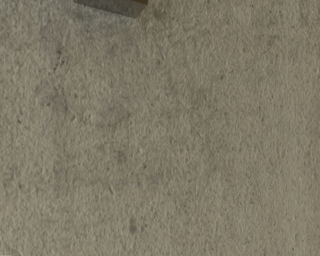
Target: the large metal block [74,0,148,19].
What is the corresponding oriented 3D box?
[{"bbox_3d":[-0.056,-0.189,0.375,0.081,0.050,0.080,8,87,-20],"label":"large metal block"}]
